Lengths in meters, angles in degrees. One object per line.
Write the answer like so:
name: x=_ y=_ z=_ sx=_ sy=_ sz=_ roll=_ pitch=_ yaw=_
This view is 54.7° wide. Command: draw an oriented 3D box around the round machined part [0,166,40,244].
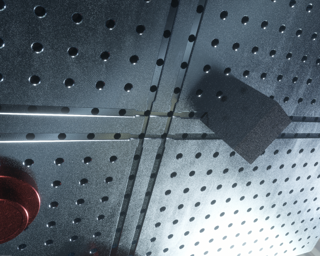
round machined part: x=-0.190 y=0.095 z=0.355 sx=0.099 sy=0.042 sz=0.097 roll=-14 pitch=124 yaw=-21

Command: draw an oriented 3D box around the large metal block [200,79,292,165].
large metal block: x=0.118 y=-0.010 z=0.434 sx=0.080 sy=0.080 sz=0.050 roll=-48 pitch=129 yaw=6
